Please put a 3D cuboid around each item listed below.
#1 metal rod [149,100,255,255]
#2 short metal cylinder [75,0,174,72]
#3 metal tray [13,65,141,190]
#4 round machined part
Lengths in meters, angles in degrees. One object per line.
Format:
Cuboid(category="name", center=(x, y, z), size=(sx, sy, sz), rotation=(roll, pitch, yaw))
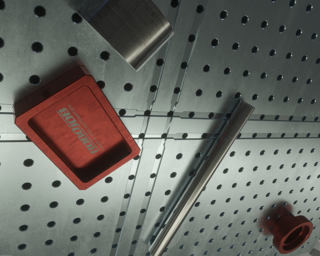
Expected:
Cuboid(category="metal rod", center=(0.061, 0.090, 0.500), size=(0.025, 0.025, 0.298), rotation=(17, 109, -35))
Cuboid(category="short metal cylinder", center=(-0.033, -0.100, 0.296), size=(0.050, 0.080, 0.080), rotation=(-45, 129, 3))
Cuboid(category="metal tray", center=(-0.090, 0.005, 0.361), size=(0.090, 0.030, 0.130), rotation=(-34, 129, -6))
Cuboid(category="round machined part", center=(0.296, 0.236, 0.708), size=(0.099, 0.042, 0.097), rotation=(-14, 124, -21))
